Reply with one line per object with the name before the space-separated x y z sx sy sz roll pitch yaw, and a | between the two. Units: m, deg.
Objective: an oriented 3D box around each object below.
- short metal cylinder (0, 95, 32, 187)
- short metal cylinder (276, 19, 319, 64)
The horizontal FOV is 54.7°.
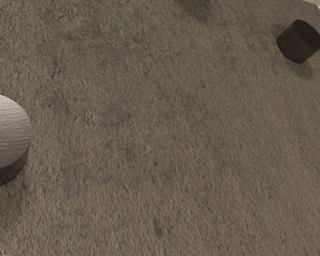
short metal cylinder | -0.166 0.013 0.291 0.081 0.050 0.080 14 56 -21
short metal cylinder | 0.301 -0.186 0.667 0.081 0.050 0.080 14 56 -21
